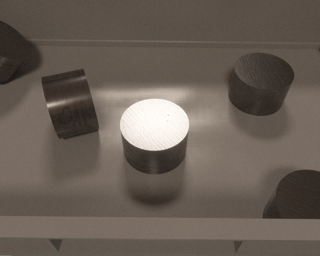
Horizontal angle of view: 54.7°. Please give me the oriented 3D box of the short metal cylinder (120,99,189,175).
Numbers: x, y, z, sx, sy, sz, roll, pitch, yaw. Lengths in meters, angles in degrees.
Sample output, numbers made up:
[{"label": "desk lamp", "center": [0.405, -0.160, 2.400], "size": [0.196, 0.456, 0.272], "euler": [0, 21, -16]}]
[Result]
[{"label": "short metal cylinder", "center": [-0.006, 0.010, 0.381], "size": [0.081, 0.050, 0.080], "euler": [0, 50, 0]}]

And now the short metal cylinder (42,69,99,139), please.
[{"label": "short metal cylinder", "center": [-0.113, -0.031, 0.394], "size": [0.050, 0.080, 0.080], "euler": [-15, 52, -13]}]

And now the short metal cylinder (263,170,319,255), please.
[{"label": "short metal cylinder", "center": [0.152, 0.090, 0.315], "size": [0.081, 0.050, 0.080], "euler": [0, 50, 0]}]

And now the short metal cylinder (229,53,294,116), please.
[{"label": "short metal cylinder", "center": [0.143, -0.063, 0.444], "size": [0.081, 0.050, 0.080], "euler": [0, 50, 0]}]

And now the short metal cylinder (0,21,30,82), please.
[{"label": "short metal cylinder", "center": [-0.242, -0.114, 0.455], "size": [0.080, 0.050, 0.080], "euler": [37, 30, -26]}]
